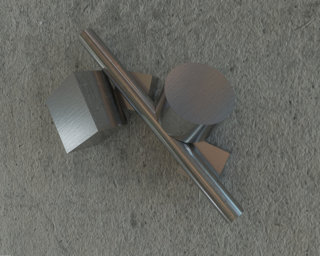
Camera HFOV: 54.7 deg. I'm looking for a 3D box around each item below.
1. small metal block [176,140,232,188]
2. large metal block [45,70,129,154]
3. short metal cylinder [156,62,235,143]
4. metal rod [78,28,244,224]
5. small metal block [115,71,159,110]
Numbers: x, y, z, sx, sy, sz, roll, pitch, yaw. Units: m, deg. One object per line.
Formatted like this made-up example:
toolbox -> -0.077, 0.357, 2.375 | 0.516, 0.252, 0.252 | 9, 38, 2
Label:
small metal block -> 0.056, 0.043, 0.390 | 0.050, 0.025, 0.050 | 26, 98, 17
large metal block -> -0.099, -0.021, 0.413 | 0.080, 0.050, 0.080 | -31, 80, 41
short metal cylinder -> 0.039, -0.029, 0.361 | 0.081, 0.050, 0.080 | 5, 64, -11
metal rod -> -0.007, -0.012, 0.385 | 0.025, 0.025, 0.300 | -43, 77, 15
small metal block -> -0.034, -0.049, 0.421 | 0.050, 0.025, 0.050 | 13, 94, 19
